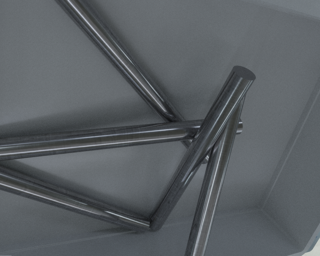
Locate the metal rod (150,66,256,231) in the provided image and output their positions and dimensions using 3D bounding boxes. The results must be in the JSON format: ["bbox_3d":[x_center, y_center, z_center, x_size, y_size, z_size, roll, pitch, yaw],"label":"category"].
[{"bbox_3d":[0.038,0.049,0.406,0.025,0.025,0.298,-2,136,-28],"label":"metal rod"}]

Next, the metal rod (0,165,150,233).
[{"bbox_3d":[-0.125,0.089,0.395,0.301,0.025,0.025,33,100,-38],"label":"metal rod"}]

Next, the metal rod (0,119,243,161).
[{"bbox_3d":[-0.039,0.010,0.370,0.302,0.025,0.025,-5,121,-18],"label":"metal rod"}]

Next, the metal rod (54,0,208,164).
[{"bbox_3d":[-0.010,-0.041,0.377,0.025,0.025,0.300,-42,130,1],"label":"metal rod"}]

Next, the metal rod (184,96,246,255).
[{"bbox_3d":[0.063,0.087,0.392,0.025,0.025,0.298,9,98,-32],"label":"metal rod"}]
